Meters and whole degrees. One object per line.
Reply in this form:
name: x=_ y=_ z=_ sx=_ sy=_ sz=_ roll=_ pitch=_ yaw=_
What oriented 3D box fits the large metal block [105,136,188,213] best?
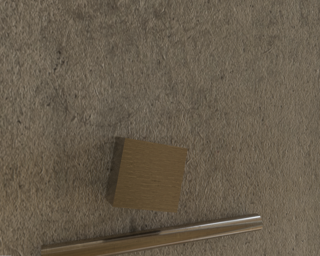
large metal block: x=-0.018 y=0.057 z=0.390 sx=0.081 sy=0.050 sz=0.080 roll=11 pitch=86 yaw=-20

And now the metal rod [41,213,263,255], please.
metal rod: x=0.004 y=0.145 z=0.411 sx=0.303 sy=0.025 sz=0.025 roll=-2 pitch=91 yaw=-21
